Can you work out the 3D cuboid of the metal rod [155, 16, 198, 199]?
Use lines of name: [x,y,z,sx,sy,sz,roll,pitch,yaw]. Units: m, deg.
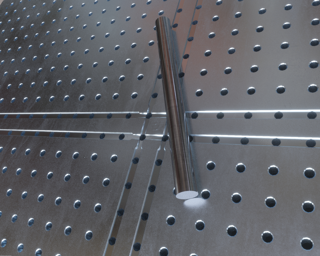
metal rod: [0.017,-0.049,0.428,0.025,0.025,0.299,-18,55,17]
